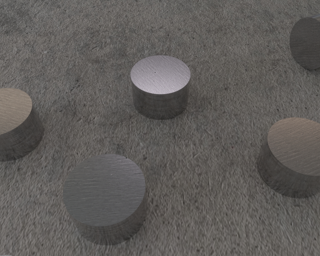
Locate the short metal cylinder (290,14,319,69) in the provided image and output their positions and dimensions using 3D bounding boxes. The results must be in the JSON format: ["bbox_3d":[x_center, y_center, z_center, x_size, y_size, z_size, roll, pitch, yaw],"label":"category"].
[{"bbox_3d":[0.252,-0.137,0.484,0.050,0.080,0.080,-19,53,-15],"label":"short metal cylinder"}]

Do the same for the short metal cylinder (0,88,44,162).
[{"bbox_3d":[-0.195,-0.005,0.390,0.080,0.050,0.080,0,50,0],"label":"short metal cylinder"}]

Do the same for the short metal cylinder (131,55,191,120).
[{"bbox_3d":[0.001,-0.057,0.435,0.080,0.050,0.080,0,50,0],"label":"short metal cylinder"}]

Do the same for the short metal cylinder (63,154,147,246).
[{"bbox_3d":[-0.055,0.074,0.324,0.080,0.050,0.080,0,50,0],"label":"short metal cylinder"}]

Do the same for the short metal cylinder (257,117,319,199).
[{"bbox_3d":[0.159,0.034,0.359,0.080,0.050,0.080,0,50,0],"label":"short metal cylinder"}]
